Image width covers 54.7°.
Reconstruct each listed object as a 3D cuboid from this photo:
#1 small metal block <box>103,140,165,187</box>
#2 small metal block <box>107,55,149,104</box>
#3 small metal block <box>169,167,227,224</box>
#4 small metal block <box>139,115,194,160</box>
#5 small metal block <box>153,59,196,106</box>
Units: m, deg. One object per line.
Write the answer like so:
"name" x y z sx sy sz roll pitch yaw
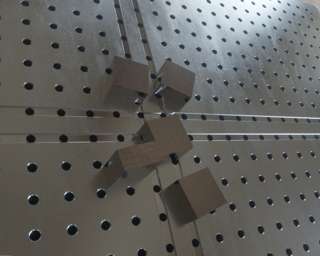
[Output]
"small metal block" -0.030 0.041 0.352 0.050 0.050 0.025 -12 68 -33
"small metal block" -0.043 -0.066 0.427 0.050 0.025 0.050 13 56 -21
"small metal block" 0.047 0.083 0.385 0.050 0.025 0.050 -16 70 -35
"small metal block" 0.008 0.014 0.406 0.050 0.025 0.050 -13 68 -34
"small metal block" 0.023 -0.067 0.463 0.050 0.025 0.050 23 53 -15
